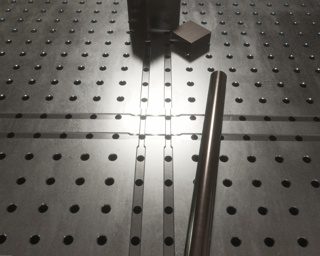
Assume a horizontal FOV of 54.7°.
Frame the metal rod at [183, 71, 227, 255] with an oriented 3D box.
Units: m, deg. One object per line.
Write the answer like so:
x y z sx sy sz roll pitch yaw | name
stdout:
0.060 0.034 0.379 0.025 0.025 0.300 9 50 7 | metal rod

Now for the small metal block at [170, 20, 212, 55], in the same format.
0.053 -0.159 0.542 0.050 0.025 0.050 -35 59 -26 | small metal block

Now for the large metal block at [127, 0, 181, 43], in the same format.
-0.010 -0.212 0.550 0.080 0.080 0.050 -36 59 -26 | large metal block
